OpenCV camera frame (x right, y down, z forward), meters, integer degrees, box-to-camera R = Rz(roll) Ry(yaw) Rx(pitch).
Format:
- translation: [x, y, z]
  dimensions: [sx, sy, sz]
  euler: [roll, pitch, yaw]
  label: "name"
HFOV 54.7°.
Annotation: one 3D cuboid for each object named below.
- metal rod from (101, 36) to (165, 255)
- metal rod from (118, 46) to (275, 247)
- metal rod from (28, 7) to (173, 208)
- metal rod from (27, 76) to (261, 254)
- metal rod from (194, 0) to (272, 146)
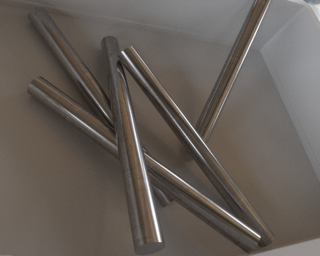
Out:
- translation: [-0.040, -0.012, 0.345]
  dimensions: [0.025, 0.025, 0.300]
  euler: [7, 44, -25]
  label: "metal rod"
- translation: [0.046, 0.023, 0.394]
  dimensions: [0.025, 0.025, 0.299]
  euler: [-37, 90, -39]
  label: "metal rod"
- translation: [-0.075, -0.033, 0.386]
  dimensions: [0.025, 0.025, 0.299]
  euler: [-29, 78, -38]
  label: "metal rod"
- translation: [-0.022, 0.037, 0.345]
  dimensions: [0.301, 0.025, 0.025]
  euler: [35, 51, 5]
  label: "metal rod"
- translation: [0.112, -0.103, 0.452]
  dimensions: [0.025, 0.025, 0.299]
  euler: [29, 77, -11]
  label: "metal rod"
